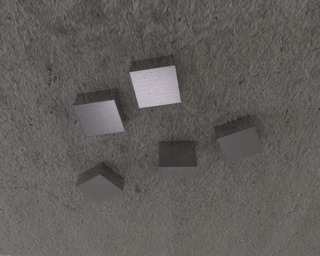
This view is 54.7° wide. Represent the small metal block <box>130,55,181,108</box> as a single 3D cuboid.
[{"bbox_3d":[-0.004,-0.054,0.361,0.050,0.025,0.050,-8,130,6],"label":"small metal block"}]

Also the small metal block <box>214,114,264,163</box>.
[{"bbox_3d":[0.108,0.015,0.421,0.050,0.025,0.050,-21,127,16],"label":"small metal block"}]

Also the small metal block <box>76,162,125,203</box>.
[{"bbox_3d":[-0.092,0.085,0.479,0.050,0.025,0.050,-30,124,23],"label":"small metal block"}]

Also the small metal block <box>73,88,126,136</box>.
[{"bbox_3d":[-0.074,-0.019,0.390,0.050,0.025,0.050,-8,130,6],"label":"small metal block"}]

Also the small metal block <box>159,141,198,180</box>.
[{"bbox_3d":[0.024,0.044,0.428,0.050,0.050,0.025,-1,130,0],"label":"small metal block"}]
